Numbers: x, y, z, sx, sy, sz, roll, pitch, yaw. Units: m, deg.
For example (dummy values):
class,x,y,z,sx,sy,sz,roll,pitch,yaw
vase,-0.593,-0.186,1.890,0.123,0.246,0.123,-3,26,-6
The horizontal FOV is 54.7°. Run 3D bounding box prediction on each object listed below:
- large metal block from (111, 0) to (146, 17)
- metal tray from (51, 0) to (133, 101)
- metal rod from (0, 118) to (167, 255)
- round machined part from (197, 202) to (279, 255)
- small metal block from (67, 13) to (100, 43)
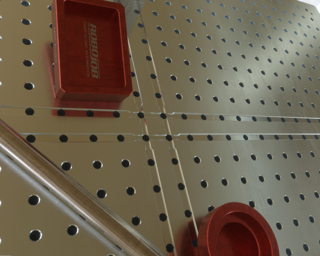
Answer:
class,x,y,z,sx,sy,sz,roll,pitch,yaw
large metal block,-0.051,-0.240,0.493,0.050,0.080,0.080,1,61,-28
metal tray,-0.087,-0.101,0.398,0.091,0.030,0.129,-1,78,-29
metal rod,-0.083,0.074,0.319,0.300,0.025,0.025,40,51,-1
round machined part,0.086,0.140,0.360,0.099,0.042,0.098,14,56,-21
small metal block,-0.105,-0.147,0.443,0.050,0.025,0.050,29,52,-10
